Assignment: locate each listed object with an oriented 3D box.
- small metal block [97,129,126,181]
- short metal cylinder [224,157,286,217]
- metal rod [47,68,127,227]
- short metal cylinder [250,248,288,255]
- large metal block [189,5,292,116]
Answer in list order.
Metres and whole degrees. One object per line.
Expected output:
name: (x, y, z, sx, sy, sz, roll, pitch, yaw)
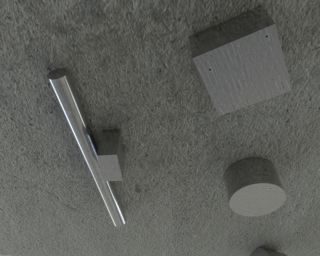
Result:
small metal block: (-0.064, 0.036, 0.421, 0.025, 0.050, 0.050, -3, 130, 3)
short metal cylinder: (0.141, 0.090, 0.468, 0.081, 0.050, 0.079, 0, 130, 0)
metal rod: (-0.094, 0.050, 0.448, 0.025, 0.025, 0.298, -7, 130, 5)
short metal cylinder: (0.219, 0.286, 0.617, 0.050, 0.080, 0.079, 17, 128, -14)
large metal block: (0.085, -0.070, 0.332, 0.080, 0.050, 0.080, -20, 128, 16)
